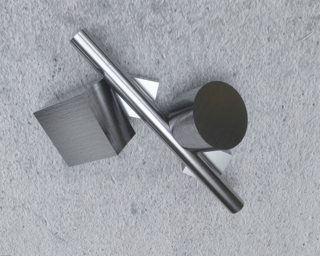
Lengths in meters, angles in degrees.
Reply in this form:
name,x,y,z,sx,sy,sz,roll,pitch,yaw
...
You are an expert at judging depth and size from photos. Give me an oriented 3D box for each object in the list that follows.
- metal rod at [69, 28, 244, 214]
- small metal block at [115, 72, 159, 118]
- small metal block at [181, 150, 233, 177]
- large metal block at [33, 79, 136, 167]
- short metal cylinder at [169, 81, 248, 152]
name,x,y,z,sx,sy,sz,roll,pitch,yaw
metal rod,0.007,0.002,0.385,0.025,0.025,0.300,-39,106,13
small metal block,-0.031,-0.042,0.396,0.050,0.025,0.050,11,110,-5
small metal block,0.064,0.044,0.429,0.050,0.025,0.050,23,108,-9
large metal block,-0.090,-0.005,0.377,0.080,0.050,0.080,-15,112,30
short metal cylinder,0.058,-0.011,0.373,0.081,0.050,0.080,5,80,-29
